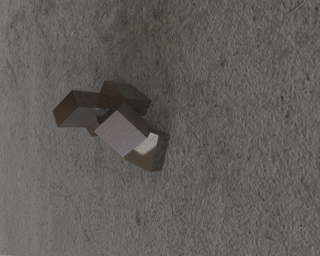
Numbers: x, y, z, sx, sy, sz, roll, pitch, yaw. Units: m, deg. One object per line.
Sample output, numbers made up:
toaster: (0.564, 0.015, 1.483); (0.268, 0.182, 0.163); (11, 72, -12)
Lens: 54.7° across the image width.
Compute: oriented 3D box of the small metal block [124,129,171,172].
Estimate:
small metal block: (-0.018, 0.026, 0.419); (0.050, 0.025, 0.050); (21, 103, 37)

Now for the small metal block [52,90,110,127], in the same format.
small metal block: (-0.103, -0.024, 0.408); (0.050, 0.050, 0.025); (-36, 68, 34)

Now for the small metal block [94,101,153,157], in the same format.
small metal block: (-0.046, 0.002, 0.394); (0.050, 0.025, 0.050); (44, 124, -12)

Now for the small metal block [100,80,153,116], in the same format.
small metal block: (-0.048, -0.041, 0.428); (0.050, 0.050, 0.025); (39, 114, 32)

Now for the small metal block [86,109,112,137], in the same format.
small metal block: (-0.087, -0.014, 0.460); (0.025, 0.050, 0.050); (-52, 60, 27)
